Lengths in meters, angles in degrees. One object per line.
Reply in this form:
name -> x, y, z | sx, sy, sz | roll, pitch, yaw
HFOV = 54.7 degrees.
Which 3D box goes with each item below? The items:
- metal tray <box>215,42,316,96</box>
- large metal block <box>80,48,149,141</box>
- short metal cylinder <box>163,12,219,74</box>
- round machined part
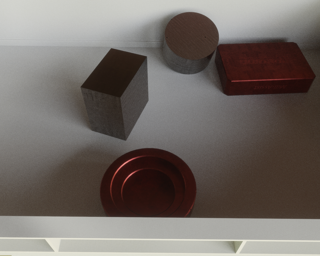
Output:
metal tray -> 0.159, -0.094, 0.483 | 0.131, 0.030, 0.090 | -3, 50, -3
large metal block -> -0.054, -0.044, 0.405 | 0.050, 0.080, 0.080 | 16, 52, 12
short metal cylinder -> 0.046, -0.130, 0.480 | 0.081, 0.050, 0.080 | 1, 74, -3
round machined part -> -0.012, 0.073, 0.333 | 0.099, 0.042, 0.098 | 0, 50, 0
